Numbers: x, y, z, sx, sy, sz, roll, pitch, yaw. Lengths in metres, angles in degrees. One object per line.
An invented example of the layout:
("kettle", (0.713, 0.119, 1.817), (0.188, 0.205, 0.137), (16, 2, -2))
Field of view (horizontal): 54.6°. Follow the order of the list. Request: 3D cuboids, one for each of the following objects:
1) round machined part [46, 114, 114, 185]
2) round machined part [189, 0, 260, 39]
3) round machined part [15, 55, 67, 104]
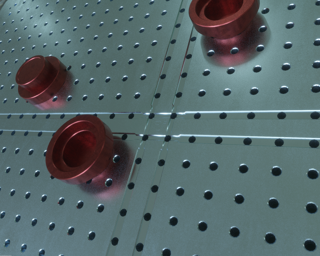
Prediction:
("round machined part", (-0.107, 0.033, 0.434), (0.098, 0.042, 0.098), (-13, 56, 21))
("round machined part", (0.095, -0.170, 0.452), (0.098, 0.042, 0.098), (-13, 56, 21))
("round machined part", (-0.227, -0.096, 0.578), (0.098, 0.042, 0.098), (-13, 56, 21))
